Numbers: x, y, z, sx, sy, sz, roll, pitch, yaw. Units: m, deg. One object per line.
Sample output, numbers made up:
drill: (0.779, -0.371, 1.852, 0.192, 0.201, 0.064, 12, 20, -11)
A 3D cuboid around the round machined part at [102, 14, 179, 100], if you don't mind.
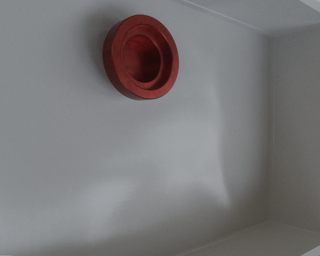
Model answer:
round machined part: (-0.027, -0.082, 0.375, 0.099, 0.042, 0.097, 0, 90, -40)
